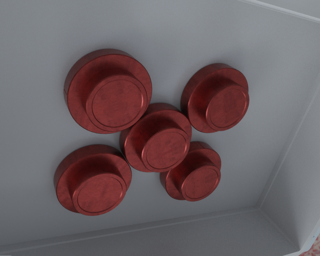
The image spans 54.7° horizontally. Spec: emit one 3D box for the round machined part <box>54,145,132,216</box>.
[{"bbox_3d":[-0.082,0.073,0.398,0.099,0.042,0.097,-14,125,-21],"label":"round machined part"}]

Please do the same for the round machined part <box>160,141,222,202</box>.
[{"bbox_3d":[0.053,0.073,0.472,0.099,0.042,0.097,-14,125,-21],"label":"round machined part"}]

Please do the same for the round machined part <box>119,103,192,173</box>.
[{"bbox_3d":[0.000,0.020,0.409,0.099,0.042,0.097,-14,125,-21],"label":"round machined part"}]

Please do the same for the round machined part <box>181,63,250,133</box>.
[{"bbox_3d":[0.081,-0.035,0.421,0.099,0.042,0.097,-14,125,-21],"label":"round machined part"}]

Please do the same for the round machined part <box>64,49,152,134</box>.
[{"bbox_3d":[-0.053,-0.035,0.346,0.099,0.042,0.097,-14,125,-21],"label":"round machined part"}]
